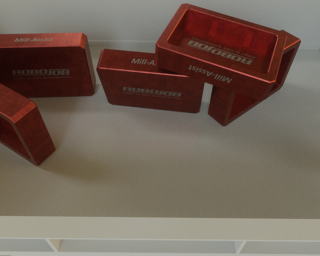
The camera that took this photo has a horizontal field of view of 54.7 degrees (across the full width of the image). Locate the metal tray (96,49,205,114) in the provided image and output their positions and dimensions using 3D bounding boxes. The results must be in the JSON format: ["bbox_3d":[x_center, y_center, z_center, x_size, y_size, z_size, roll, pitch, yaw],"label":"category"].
[{"bbox_3d":[-0.009,-0.059,0.409,0.131,0.090,0.030,6,65,5],"label":"metal tray"}]

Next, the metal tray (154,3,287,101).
[{"bbox_3d":[0.070,-0.091,0.356,0.131,0.030,0.090,20,55,9],"label":"metal tray"}]

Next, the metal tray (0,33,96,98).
[{"bbox_3d":[-0.162,-0.085,0.431,0.131,0.089,0.030,-2,50,-2],"label":"metal tray"}]

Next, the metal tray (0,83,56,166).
[{"bbox_3d":[-0.193,-0.016,0.373,0.130,0.089,0.030,26,55,20],"label":"metal tray"}]

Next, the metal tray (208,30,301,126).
[{"bbox_3d":[0.127,-0.067,0.421,0.131,0.089,0.030,-31,57,-24],"label":"metal tray"}]
